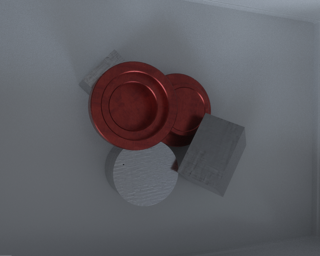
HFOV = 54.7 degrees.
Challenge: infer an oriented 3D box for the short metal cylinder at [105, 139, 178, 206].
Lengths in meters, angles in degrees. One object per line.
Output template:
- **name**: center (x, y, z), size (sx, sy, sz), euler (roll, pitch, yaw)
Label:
- **short metal cylinder**: center (-0.024, 0.052, 0.388), size (0.081, 0.050, 0.079), euler (0, 90, -21)

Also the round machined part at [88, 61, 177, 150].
- **round machined part**: center (-0.033, -0.024, 0.357), size (0.099, 0.042, 0.097), euler (0, 90, -21)

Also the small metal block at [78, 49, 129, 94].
- **small metal block**: center (-0.068, -0.063, 0.370), size (0.025, 0.050, 0.050), euler (46, 76, -15)

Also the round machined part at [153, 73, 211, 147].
- **round machined part**: center (0.025, -0.024, 0.408), size (0.099, 0.042, 0.097), euler (0, 90, -21)

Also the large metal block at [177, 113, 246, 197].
- **large metal block**: center (0.071, 0.038, 0.400), size (0.050, 0.080, 0.080), euler (23, 79, 22)
